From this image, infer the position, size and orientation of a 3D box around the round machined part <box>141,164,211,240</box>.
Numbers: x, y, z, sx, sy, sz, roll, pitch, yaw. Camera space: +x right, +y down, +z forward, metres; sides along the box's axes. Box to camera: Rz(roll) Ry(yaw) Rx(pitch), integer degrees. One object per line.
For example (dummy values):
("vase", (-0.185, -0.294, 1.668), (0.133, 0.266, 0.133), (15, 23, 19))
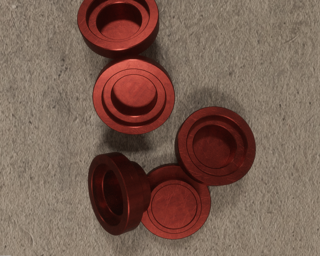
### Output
("round machined part", (0.018, 0.097, 0.402), (0.099, 0.042, 0.097), (0, 90, -1))

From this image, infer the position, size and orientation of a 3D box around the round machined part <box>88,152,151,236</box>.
("round machined part", (-0.048, 0.078, 0.383), (0.042, 0.098, 0.097), (-8, 90, -38))

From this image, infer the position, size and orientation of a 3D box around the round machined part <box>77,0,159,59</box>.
("round machined part", (-0.050, -0.129, 0.391), (0.099, 0.042, 0.098), (0, 71, 1))

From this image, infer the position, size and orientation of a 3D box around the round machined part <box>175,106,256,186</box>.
("round machined part", (0.067, 0.025, 0.394), (0.099, 0.042, 0.098), (2, 76, -8))

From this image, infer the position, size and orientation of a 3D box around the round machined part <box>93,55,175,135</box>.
("round machined part", (-0.032, -0.044, 0.388), (0.099, 0.042, 0.097), (-2, 118, -4))
